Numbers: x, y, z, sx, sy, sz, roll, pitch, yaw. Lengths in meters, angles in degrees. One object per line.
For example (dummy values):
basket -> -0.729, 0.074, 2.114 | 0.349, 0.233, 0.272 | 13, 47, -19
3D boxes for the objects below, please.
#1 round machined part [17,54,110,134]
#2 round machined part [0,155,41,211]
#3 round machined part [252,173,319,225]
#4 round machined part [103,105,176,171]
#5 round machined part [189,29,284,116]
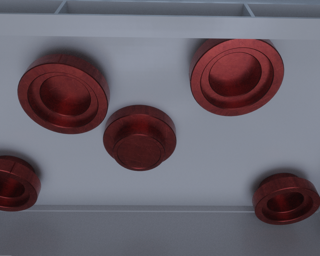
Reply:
round machined part -> -0.107, -0.043, 0.361 | 0.099, 0.042, 0.097 | 0, 130, 0
round machined part -> -0.228, 0.079, 0.463 | 0.099, 0.042, 0.097 | 0, 130, 0
round machined part -> 0.196, 0.109, 0.492 | 0.099, 0.042, 0.097 | 0, 130, 0
round machined part -> -0.027, 0.020, 0.415 | 0.099, 0.042, 0.097 | 0, 130, 0
round machined part -> 0.081, -0.064, 0.344 | 0.099, 0.042, 0.097 | 0, 130, 0
